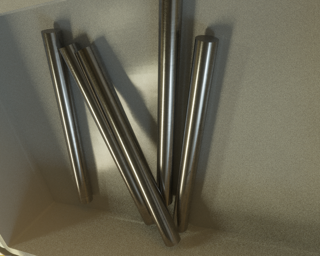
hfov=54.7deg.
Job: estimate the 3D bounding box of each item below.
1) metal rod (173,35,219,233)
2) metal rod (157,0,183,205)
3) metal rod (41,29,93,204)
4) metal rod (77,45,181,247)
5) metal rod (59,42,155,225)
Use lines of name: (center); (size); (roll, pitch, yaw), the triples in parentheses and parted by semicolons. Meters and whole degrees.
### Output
metal rod: (0.040, 0.031, 0.406); (0.025, 0.025, 0.298); (17, 125, 18)
metal rod: (0.009, -0.016, 0.393); (0.025, 0.025, 0.298); (14, 124, 20)
metal rod: (-0.138, 0.001, 0.481); (0.025, 0.025, 0.298); (12, 124, 22)
metal rod: (-0.038, 0.033, 0.427); (0.025, 0.025, 0.299); (-15, 104, 34)
metal rod: (-0.067, 0.021, 0.457); (0.025, 0.025, 0.299); (-9, 114, 32)
